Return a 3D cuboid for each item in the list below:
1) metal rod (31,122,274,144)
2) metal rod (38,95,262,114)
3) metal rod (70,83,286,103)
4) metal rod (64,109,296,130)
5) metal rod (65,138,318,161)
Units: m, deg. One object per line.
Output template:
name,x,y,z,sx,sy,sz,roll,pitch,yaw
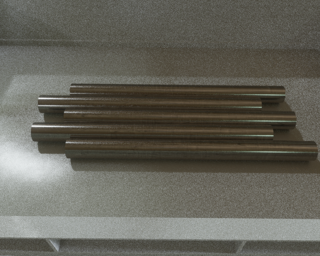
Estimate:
metal rod,-0.009,0.007,0.397,0.302,0.025,0.025,1,50,0
metal rod,-0.013,-0.031,0.429,0.302,0.025,0.025,1,50,0
metal rod,0.025,-0.050,0.445,0.302,0.025,0.025,1,50,0
metal rod,0.026,-0.012,0.414,0.302,0.025,0.025,1,50,0
metal rod,0.038,0.027,0.381,0.302,0.025,0.025,1,50,0
